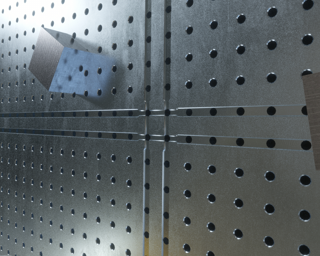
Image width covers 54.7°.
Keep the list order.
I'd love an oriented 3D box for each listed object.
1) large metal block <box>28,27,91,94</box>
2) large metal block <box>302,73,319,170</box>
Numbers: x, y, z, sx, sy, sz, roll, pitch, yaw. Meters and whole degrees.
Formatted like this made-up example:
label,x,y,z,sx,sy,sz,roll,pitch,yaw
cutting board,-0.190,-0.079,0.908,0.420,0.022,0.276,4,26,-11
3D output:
label,x,y,z,sx,sy,sz,roll,pitch,yaw
large metal block,-0.176,-0.116,0.535,0.080,0.050,0.079,41,115,32
large metal block,0.171,-0.010,0.252,0.080,0.050,0.080,-10,84,39
